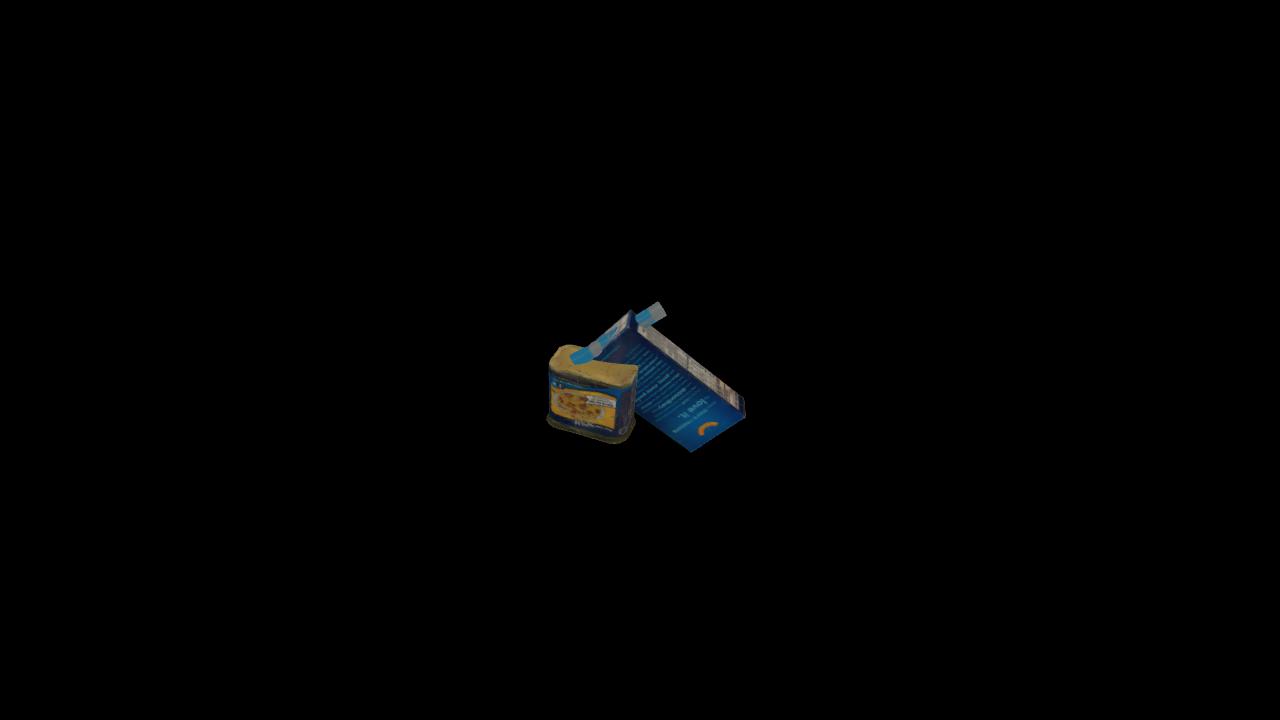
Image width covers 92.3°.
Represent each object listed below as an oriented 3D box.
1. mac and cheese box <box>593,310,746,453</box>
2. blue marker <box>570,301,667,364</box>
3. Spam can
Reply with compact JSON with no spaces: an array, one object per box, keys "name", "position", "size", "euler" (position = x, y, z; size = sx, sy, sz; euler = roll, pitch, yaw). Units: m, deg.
[{"name":"mac and cheese box","position":[0.027,0.029,0.719],"size":[0.184,0.041,0.093],"euler":[37,-58,-21]},{"name":"blue marker","position":[-0.026,-0.026,0.679],"size":[0.121,0.020,0.020],"euler":[-31,-2,3]},{"name":"Spam can","position":[-0.054,0.038,0.698],"size":[0.101,0.085,0.058],"euler":[14,38,11]}]
